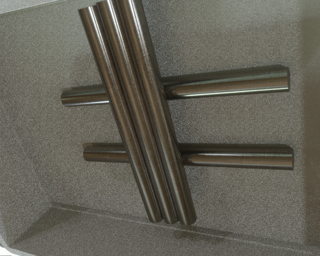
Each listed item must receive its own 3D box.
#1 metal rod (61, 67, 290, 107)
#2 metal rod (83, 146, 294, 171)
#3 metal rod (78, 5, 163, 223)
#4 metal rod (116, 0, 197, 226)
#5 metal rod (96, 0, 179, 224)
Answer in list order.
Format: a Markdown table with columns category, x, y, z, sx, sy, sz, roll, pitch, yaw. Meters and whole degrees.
| category | x | y | z | sx | sy | sz | roll | pitch | yaw |
| --- | --- | --- | --- | --- | --- | --- | --- | --- | --- |
| metal rod | -0.003 | -0.046 | 0.381 | 0.300 | 0.025 | 0.025 | -1 | 118 | 28 |
| metal rod | 0.018 | 0.038 | 0.421 | 0.300 | 0.025 | 0.025 | -1 | 118 | 28 |
| metal rod | -0.040 | 0.000 | 0.395 | 0.025 | 0.025 | 0.298 | -1 | 118 | 29 |
| metal rod | 0.003 | -0.004 | 0.369 | 0.025 | 0.025 | 0.298 | -1 | 118 | 29 |
| metal rod | -0.018 | -0.002 | 0.382 | 0.025 | 0.025 | 0.298 | -1 | 118 | 29 |
